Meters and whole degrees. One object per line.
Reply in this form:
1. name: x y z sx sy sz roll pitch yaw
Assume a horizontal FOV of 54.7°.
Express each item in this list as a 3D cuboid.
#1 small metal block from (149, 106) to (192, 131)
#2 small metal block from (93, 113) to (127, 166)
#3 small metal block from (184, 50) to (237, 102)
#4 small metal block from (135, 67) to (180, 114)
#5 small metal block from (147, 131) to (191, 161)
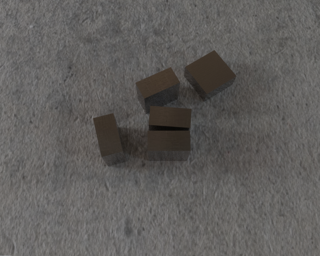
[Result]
1. small metal block: 0.012 -0.005 0.397 0.050 0.050 0.025 4 70 1
2. small metal block: -0.062 0.016 0.388 0.025 0.050 0.050 -15 71 -6
3. small metal block: 0.070 -0.073 0.436 0.050 0.025 0.050 -32 73 -11
4. small metal block: -0.003 -0.049 0.413 0.050 0.050 0.025 -26 72 -9
5. small metal block: 0.010 0.023 0.387 0.050 0.050 0.025 0 70 -1
